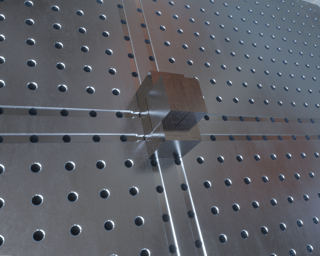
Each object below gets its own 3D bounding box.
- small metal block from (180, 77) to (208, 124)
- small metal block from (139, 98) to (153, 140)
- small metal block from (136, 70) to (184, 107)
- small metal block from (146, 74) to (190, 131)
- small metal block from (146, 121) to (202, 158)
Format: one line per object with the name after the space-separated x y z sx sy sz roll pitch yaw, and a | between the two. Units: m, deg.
0.031 -0.029 0.394 0.025 0.050 0.050 1 61 -26 | small metal block
0.003 -0.012 0.416 0.050 0.025 0.050 1 61 -26 | small metal block
0.002 -0.051 0.422 0.050 0.050 0.025 2 61 -27 | small metal block
0.008 -0.030 0.381 0.025 0.050 0.050 2 61 -28 | small metal block
0.016 0.015 0.390 0.050 0.050 0.025 1 61 -27 | small metal block
